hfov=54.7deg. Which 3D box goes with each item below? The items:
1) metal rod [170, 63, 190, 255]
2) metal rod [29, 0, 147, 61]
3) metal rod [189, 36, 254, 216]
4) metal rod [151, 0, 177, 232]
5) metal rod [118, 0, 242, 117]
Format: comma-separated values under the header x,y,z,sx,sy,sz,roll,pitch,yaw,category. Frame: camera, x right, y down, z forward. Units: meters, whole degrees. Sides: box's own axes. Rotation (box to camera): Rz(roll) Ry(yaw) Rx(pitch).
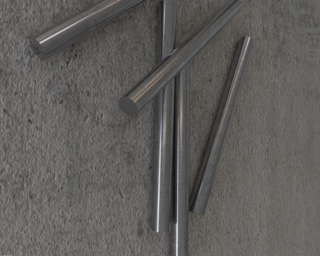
x,y,z,sx,sy,sz,roll,pitch,yaw,category
0.028,0.050,0.427,0.025,0.025,0.298,1,90,-40,metal rod
-0.027,-0.167,0.381,0.301,0.025,0.025,-44,117,-31,metal rod
0.100,-0.013,0.487,0.025,0.025,0.299,31,71,-36,metal rod
0.006,-0.017,0.408,0.025,0.025,0.298,3,88,-40,metal rod
0.045,-0.111,0.414,0.301,0.025,0.025,-49,120,-38,metal rod
